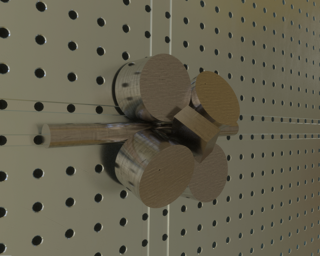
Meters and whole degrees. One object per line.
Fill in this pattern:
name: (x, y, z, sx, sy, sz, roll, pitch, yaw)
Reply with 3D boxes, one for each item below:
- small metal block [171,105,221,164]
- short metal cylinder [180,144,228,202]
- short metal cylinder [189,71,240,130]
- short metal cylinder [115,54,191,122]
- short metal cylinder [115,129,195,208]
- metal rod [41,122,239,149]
small metal block: (0.041, 0.008, 0.377, 0.025, 0.050, 0.050, -40, 157, -27)
short metal cylinder: (0.049, 0.058, 0.429, 0.081, 0.050, 0.079, 0, 90, -40)
short metal cylinder: (0.062, -0.030, 0.423, 0.081, 0.050, 0.080, 19, 56, -31)
short metal cylinder: (-0.007, -0.047, 0.382, 0.081, 0.050, 0.079, 0, 90, -40)
short metal cylinder: (-0.006, 0.047, 0.368, 0.081, 0.050, 0.079, -19, 122, -33)
metal rod: (0.002, 0.004, 0.406, 0.302, 0.025, 0.025, -2, 92, -40)
